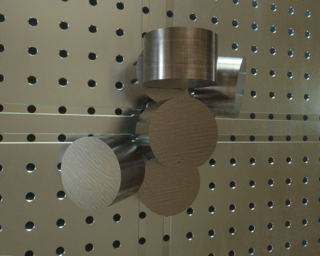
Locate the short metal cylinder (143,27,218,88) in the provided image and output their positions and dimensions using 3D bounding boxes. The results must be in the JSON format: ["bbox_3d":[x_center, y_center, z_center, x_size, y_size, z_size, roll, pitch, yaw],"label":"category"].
[{"bbox_3d":[0.022,-0.073,0.337,0.081,0.080,0.050,0,90,-20],"label":"short metal cylinder"}]

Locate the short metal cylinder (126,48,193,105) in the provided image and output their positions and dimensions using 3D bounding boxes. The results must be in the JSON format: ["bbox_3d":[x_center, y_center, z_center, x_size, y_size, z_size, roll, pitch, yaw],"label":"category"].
[{"bbox_3d":[0.002,-0.069,0.399,0.081,0.050,0.079,0,91,-20],"label":"short metal cylinder"}]

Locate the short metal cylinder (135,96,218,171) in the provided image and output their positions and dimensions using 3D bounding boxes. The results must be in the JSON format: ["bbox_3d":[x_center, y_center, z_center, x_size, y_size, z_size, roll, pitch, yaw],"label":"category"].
[{"bbox_3d":[0.018,0.006,0.352,0.081,0.050,0.079,0,90,-20],"label":"short metal cylinder"}]

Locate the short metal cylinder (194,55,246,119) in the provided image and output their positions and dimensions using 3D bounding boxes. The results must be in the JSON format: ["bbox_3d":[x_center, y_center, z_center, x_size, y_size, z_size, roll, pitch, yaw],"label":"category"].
[{"bbox_3d":[0.080,-0.055,0.405,0.050,0.080,0.080,9,86,21],"label":"short metal cylinder"}]

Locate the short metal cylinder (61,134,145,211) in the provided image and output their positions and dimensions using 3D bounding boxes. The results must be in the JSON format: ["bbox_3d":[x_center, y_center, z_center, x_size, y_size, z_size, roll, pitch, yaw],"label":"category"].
[{"bbox_3d":[-0.064,0.048,0.354,0.050,0.080,0.079,-4,92,-64],"label":"short metal cylinder"}]

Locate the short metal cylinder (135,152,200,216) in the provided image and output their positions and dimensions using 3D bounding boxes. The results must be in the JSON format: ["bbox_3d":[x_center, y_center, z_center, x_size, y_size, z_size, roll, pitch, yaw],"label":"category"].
[{"bbox_3d":[0.004,0.067,0.400,0.081,0.050,0.079,0,91,-20],"label":"short metal cylinder"}]
